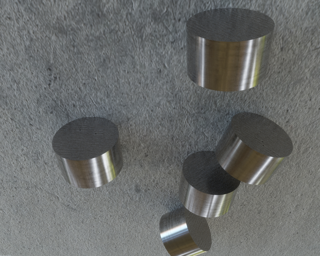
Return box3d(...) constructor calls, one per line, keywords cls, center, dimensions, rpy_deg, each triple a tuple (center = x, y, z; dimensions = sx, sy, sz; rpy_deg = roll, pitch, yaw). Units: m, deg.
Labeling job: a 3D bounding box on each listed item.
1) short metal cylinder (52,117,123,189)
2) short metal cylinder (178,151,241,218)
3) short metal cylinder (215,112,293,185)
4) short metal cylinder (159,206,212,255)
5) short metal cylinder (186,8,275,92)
box3d(cls="short metal cylinder", center=(-0.090, 0.030, 0.395), dimensions=(0.080, 0.080, 0.050), rpy_deg=(-2, 130, 1))
box3d(cls="short metal cylinder", center=(0.069, 0.078, 0.438), dimensions=(0.081, 0.080, 0.050), rpy_deg=(3, 130, -3))
box3d(cls="short metal cylinder", center=(0.118, 0.025, 0.393), dimensions=(0.081, 0.080, 0.050), rpy_deg=(13, 129, -11))
box3d(cls="short metal cylinder", center=(0.044, 0.173, 0.519), dimensions=(0.050, 0.080, 0.080), rpy_deg=(-30, 124, 23))
box3d(cls="short metal cylinder", center=(0.066, -0.079, 0.304), dimensions=(0.080, 0.080, 0.050), rpy_deg=(-3, 130, 2))
